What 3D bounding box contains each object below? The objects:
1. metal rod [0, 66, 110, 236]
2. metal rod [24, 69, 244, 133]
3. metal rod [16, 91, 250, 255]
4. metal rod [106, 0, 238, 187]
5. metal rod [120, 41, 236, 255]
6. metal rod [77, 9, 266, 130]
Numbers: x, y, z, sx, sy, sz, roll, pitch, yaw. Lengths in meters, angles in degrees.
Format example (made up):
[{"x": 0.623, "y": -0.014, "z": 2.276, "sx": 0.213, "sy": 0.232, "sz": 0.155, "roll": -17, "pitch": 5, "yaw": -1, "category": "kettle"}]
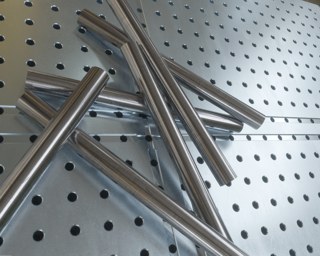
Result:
[{"x": -0.129, "y": 0.054, "z": 0.280, "sx": 0.025, "sy": 0.025, "sz": 0.300, "roll": 32, "pitch": 59, "yaw": -8, "category": "metal rod"}, {"x": -0.017, "y": -0.030, "z": 0.416, "sx": 0.302, "sy": 0.025, "sz": 0.025, "roll": 11, "pitch": 57, "yaw": -22, "category": "metal rod"}, {"x": -0.031, "y": 0.058, "z": 0.339, "sx": 0.300, "sy": 0.025, "sz": 0.025, "roll": 37, "pitch": 51, "yaw": 3, "category": "metal rod"}, {"x": 0.010, "y": -0.059, "z": 0.413, "sx": 0.025, "sy": 0.025, "sz": 0.299, "roll": -24, "pitch": 79, "yaw": -36, "category": "metal rod"}, {"x": 0.022, "y": 0.027, "z": 0.381, "sx": 0.025, "sy": 0.025, "sz": 0.299, "roll": -18, "pitch": 78, "yaw": -35, "category": "metal rod"}, {"x": 0.018, "y": -0.084, "z": 0.450, "sx": 0.301, "sy": 0.025, "sz": 0.025, "roll": 30, "pitch": 52, "yaw": -2, "category": "metal rod"}]
